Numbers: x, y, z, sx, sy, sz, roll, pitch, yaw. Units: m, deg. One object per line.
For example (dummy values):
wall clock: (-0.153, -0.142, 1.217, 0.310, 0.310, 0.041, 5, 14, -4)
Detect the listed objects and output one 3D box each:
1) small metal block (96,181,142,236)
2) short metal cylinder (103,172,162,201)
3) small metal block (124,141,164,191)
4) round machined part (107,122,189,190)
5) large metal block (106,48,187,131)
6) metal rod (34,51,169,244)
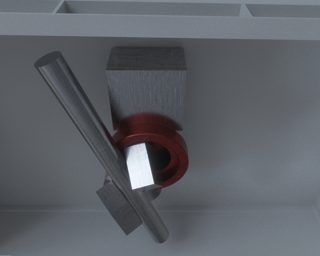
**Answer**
small metal block: (-0.055, 0.106, 0.412, 0.025, 0.050, 0.050, -35, 129, -15)
short metal cylinder: (-0.038, 0.067, 0.448, 0.081, 0.050, 0.079, 0, 130, 0)
small metal block: (-0.018, 0.046, 0.367, 0.025, 0.050, 0.050, -17, 163, 9)
round machined part: (-0.015, 0.030, 0.383, 0.099, 0.042, 0.097, -1, 130, 0)
large metal block: (-0.014, -0.043, 0.352, 0.081, 0.050, 0.079, 0, 130, -1)
metal rod: (-0.047, 0.048, 0.356, 0.025, 0.025, 0.299, -15, 129, 12)
